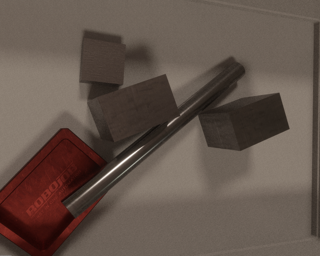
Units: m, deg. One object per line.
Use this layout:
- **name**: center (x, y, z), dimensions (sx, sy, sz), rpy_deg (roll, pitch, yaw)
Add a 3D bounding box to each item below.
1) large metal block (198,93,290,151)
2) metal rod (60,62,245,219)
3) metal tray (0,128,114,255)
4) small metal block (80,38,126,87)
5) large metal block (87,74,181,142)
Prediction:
- **large metal block**: center (0.112, -0.009, 0.424), dimensions (0.081, 0.080, 0.050), rpy_deg (-21, 97, -19)
- **metal rod**: center (0.008, 0.001, 0.393), dimensions (0.302, 0.025, 0.025), rpy_deg (-39, 103, -24)
- **metal tray**: center (-0.124, 0.075, 0.362), dimensions (0.090, 0.030, 0.130), rpy_deg (45, 76, -15)
- **small metal block**: center (-0.072, -0.080, 0.385), dimensions (0.050, 0.025, 0.050), rpy_deg (4, 89, -20)
- **large metal block**: center (-0.034, -0.023, 0.369), dimensions (0.081, 0.080, 0.050), rpy_deg (-22, 98, -19)
